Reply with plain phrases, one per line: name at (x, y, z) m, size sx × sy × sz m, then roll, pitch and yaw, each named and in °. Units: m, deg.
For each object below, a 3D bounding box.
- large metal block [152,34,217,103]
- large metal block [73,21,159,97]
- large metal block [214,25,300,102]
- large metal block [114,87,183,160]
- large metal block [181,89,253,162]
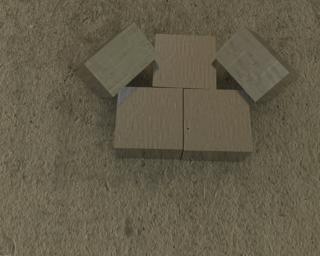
large metal block at (0.033, -0.079, 0.426) m, size 0.081 × 0.050 × 0.080 m, roll 3°, pitch 70°, yaw 0°
large metal block at (-0.060, -0.085, 0.403) m, size 0.080 × 0.080 × 0.050 m, roll -45°, pitch 111°, yaw -15°
large metal block at (0.128, -0.081, 0.405) m, size 0.050 × 0.080 × 0.080 m, roll -45°, pitch 72°, yaw 27°
large metal block at (-0.013, -0.005, 0.397) m, size 0.081 × 0.050 × 0.080 m, roll 1°, pitch 70°, yaw 0°
large metal block at (0.069, -0.002, 0.396) m, size 0.081 × 0.050 × 0.080 m, roll 1°, pitch 70°, yaw 0°
